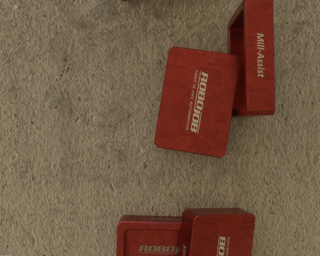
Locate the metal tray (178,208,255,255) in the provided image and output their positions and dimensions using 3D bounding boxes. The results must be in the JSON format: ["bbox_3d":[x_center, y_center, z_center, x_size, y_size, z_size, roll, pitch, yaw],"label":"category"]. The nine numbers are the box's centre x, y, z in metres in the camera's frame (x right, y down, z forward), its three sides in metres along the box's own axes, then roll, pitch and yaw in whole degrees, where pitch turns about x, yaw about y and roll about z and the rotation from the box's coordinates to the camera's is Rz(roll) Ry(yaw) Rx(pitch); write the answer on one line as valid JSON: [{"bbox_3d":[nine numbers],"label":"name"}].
[{"bbox_3d":[0.069,0.170,0.392,0.091,0.030,0.129,6,90,-23],"label":"metal tray"}]

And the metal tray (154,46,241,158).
[{"bbox_3d":[0.048,-0.033,0.402,0.090,0.030,0.129,9,91,6],"label":"metal tray"}]

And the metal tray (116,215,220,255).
[{"bbox_3d":[0.010,0.165,0.407,0.131,0.030,0.089,2,90,0],"label":"metal tray"}]

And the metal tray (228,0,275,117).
[{"bbox_3d":[0.108,-0.079,0.378,0.030,0.090,0.129,-1,90,0],"label":"metal tray"}]
